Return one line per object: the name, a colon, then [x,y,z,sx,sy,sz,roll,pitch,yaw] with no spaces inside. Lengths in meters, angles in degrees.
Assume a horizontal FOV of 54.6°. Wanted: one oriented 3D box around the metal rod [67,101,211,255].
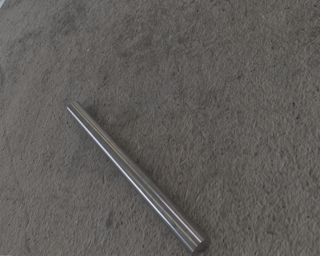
metal rod: [-0.048,0.044,0.403,0.025,0.025,0.300,-46,51,-4]
